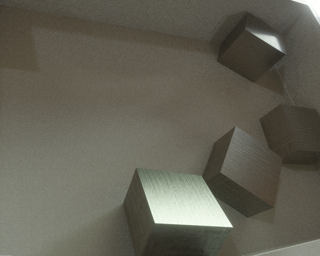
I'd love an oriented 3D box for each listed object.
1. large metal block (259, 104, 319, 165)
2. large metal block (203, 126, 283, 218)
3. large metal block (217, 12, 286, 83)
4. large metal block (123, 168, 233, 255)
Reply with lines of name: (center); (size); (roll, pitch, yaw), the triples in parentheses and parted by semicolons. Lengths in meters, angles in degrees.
large metal block: (0.219, 0.012, 0.500); (0.081, 0.050, 0.080); (6, 59, -25)
large metal block: (0.109, 0.058, 0.412); (0.080, 0.050, 0.080); (34, 51, -6)
large metal block: (0.158, -0.137, 0.539); (0.080, 0.080, 0.050); (27, 52, -11)
large metal block: (0.014, 0.089, 0.320); (0.081, 0.050, 0.080); (11, 25, -23)
